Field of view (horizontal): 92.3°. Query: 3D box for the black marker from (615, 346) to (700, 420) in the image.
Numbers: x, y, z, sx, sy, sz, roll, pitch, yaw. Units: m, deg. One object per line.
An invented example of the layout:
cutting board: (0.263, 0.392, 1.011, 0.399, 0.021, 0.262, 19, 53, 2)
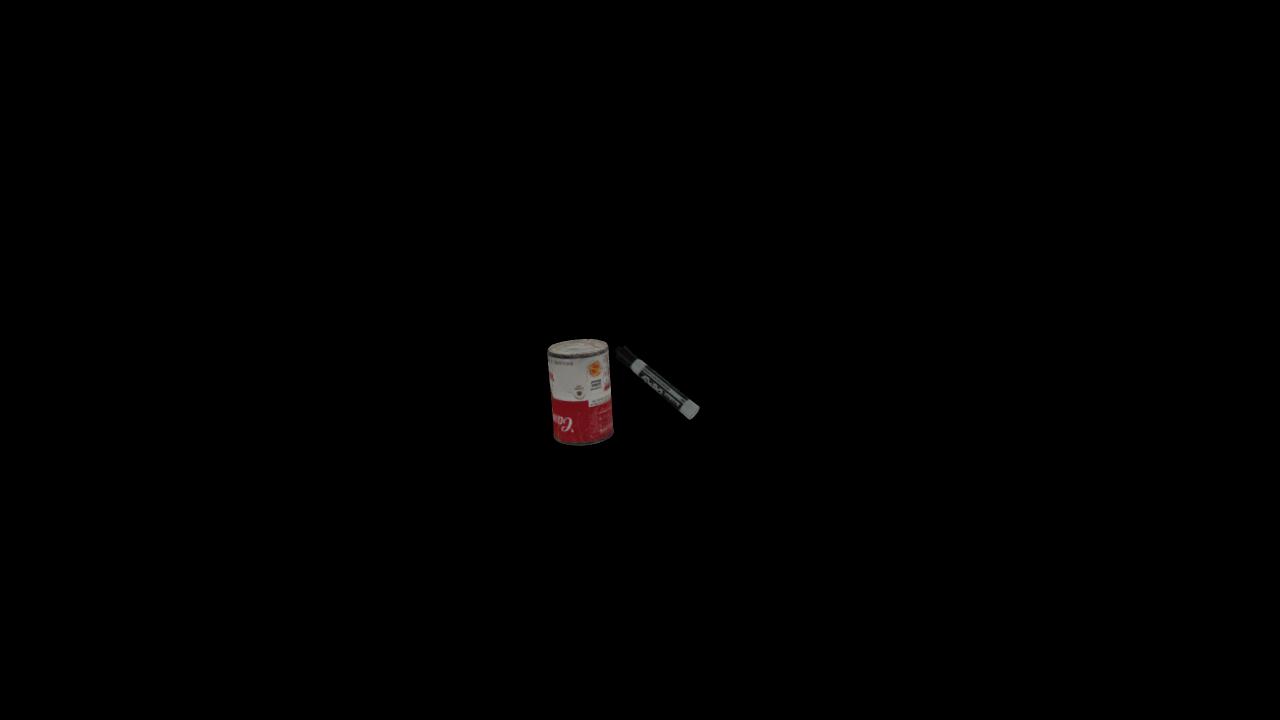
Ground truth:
black marker: (0.017, 0.024, 0.711, 0.121, 0.020, 0.020, 39, 14, 17)

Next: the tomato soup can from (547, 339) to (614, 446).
tomato soup can: (-0.064, 0.033, 0.668, 0.068, 0.101, 0.068, -2, 16, 0)
